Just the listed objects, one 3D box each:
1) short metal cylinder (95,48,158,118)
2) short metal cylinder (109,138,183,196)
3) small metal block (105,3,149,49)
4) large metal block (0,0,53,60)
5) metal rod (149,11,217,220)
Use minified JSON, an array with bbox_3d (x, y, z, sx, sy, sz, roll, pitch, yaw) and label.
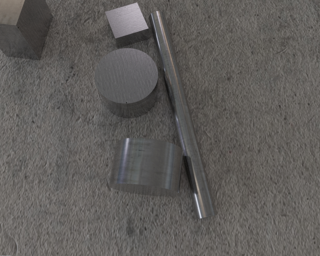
[{"bbox_3d":[-0.043,-0.059,0.416,0.081,0.050,0.080,0,70,0],"label":"short metal cylinder"},{"bbox_3d":[-0.015,0.048,0.361,0.080,0.080,0.050,6,70,2],"label":"short metal cylinder"},{"bbox_3d":[-0.049,-0.153,0.464,0.050,0.025,0.050,-19,71,-7],"label":"small metal block"},{"bbox_3d":[-0.197,-0.153,0.433,0.050,0.080,0.080,7,70,2],"label":"large metal block"},{"bbox_3d":[0.026,-0.031,0.419,0.025,0.025,0.299,-11,70,-4],"label":"metal rod"}]
